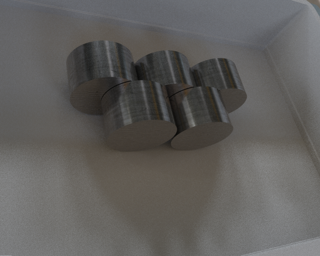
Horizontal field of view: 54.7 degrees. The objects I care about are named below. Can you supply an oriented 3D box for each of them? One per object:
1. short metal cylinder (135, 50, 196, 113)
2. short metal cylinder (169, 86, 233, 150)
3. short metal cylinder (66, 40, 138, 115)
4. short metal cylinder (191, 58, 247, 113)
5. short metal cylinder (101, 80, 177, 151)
[{"bbox_3d":[0.005,-0.055,0.404,0.081,0.080,0.050,1,62,-28],"label":"short metal cylinder"},{"bbox_3d":[0.048,-0.010,0.400,0.081,0.080,0.050,1,62,-28],"label":"short metal cylinder"},{"bbox_3d":[-0.067,-0.057,0.367,0.081,0.080,0.050,1,62,-28],"label":"short metal cylinder"},{"bbox_3d":[0.077,-0.054,0.442,0.081,0.080,0.050,2,61,-28],"label":"short metal cylinder"},{"bbox_3d":[-0.025,-0.012,0.362,0.081,0.080,0.050,1,62,-28],"label":"short metal cylinder"}]
